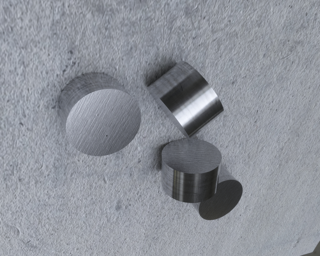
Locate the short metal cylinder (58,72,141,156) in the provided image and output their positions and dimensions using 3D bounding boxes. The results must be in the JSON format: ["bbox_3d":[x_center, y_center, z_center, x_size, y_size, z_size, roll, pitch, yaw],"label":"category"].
[{"bbox_3d":[-0.068,-0.016,0.344,0.081,0.050,0.079,-14,124,-21],"label":"short metal cylinder"}]

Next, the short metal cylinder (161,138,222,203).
[{"bbox_3d":[0.042,0.057,0.429,0.081,0.080,0.050,-13,124,-21],"label":"short metal cylinder"}]

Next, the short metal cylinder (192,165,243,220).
[{"bbox_3d":[0.084,0.100,0.499,0.081,0.050,0.079,-14,124,-21],"label":"short metal cylinder"}]

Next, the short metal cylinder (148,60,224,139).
[{"bbox_3d":[0.030,-0.032,0.367,0.050,0.080,0.080,-39,129,-2],"label":"short metal cylinder"}]
